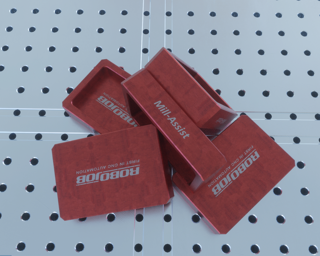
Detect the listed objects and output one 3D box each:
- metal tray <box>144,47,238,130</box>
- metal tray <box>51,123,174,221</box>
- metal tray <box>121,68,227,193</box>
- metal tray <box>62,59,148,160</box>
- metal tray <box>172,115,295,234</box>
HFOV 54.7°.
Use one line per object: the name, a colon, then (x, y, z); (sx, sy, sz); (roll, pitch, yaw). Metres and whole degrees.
metal tray: (0.043, -0.041, 0.372); (0.030, 0.130, 0.090); (-45, 74, 15)
metal tray: (-0.056, 0.052, 0.364); (0.131, 0.030, 0.090); (-12, 81, 10)
metal tray: (0.011, 0.006, 0.343); (0.030, 0.090, 0.130); (-37, 75, -12)
metal tray: (-0.051, -0.024, 0.417); (0.130, 0.030, 0.090); (34, 73, 11)
metal tray: (0.090, 0.056, 0.388); (0.130, 0.030, 0.090); (-39, 75, -14)
